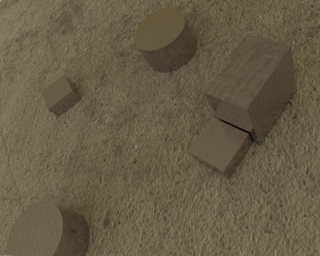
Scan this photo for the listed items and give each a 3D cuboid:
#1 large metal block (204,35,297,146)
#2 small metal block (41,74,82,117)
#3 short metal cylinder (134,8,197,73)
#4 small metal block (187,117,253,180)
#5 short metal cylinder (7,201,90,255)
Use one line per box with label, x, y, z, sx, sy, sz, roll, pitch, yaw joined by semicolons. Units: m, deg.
large metal block;0.102;-0.039;0.339;0.050;0.080;0.080;29;78;37
small metal block;-0.166;-0.055;0.522;0.050;0.025;0.050;-37;51;3
short metal cylinder;0.008;-0.130;0.462;0.080;0.050;0.080;-13;56;20
small metal block;0.069;0.022;0.353;0.050;0.025;0.050;29;77;37
short metal cylinder;-0.134;0.135;0.373;0.080;0.050;0.080;-13;56;20
